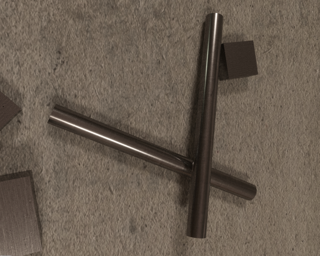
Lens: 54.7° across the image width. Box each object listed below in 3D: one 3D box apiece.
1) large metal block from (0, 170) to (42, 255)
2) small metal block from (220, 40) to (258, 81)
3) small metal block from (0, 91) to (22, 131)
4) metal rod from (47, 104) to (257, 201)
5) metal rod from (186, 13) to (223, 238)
[{"bbox_3d":[-0.175,0.095,0.331,0.081,0.050,0.079,-9,93,-20],"label":"large metal block"},{"bbox_3d":[0.111,-0.098,0.452,0.050,0.025,0.050,-11,94,-20],"label":"small metal block"},{"bbox_3d":[-0.190,-0.020,0.339,0.050,0.025,0.050,45,76,-15],"label":"small metal block"},{"bbox_3d":[0.004,0.039,0.411,0.302,0.025,0.025,23,82,-19],"label":"metal rod"},{"bbox_3d":[0.061,-0.010,0.413,0.025,0.025,0.299,10,80,-20],"label":"metal rod"}]
